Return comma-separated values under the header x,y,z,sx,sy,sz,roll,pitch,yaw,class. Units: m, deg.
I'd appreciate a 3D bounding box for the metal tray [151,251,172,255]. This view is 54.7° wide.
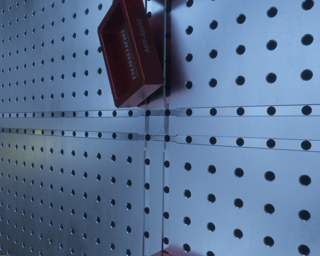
x,y,z,sx,sy,sz,roll,pitch,yaw,class
0.036,0.216,0.375,0.130,0.030,0.089,4,93,39,metal tray

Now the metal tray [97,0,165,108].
x,y,z,sx,sy,sz,roll,pitch,yaw,class
-0.044,-0.102,0.423,0.090,0.030,0.129,-31,70,54,metal tray
